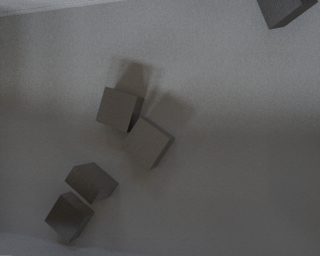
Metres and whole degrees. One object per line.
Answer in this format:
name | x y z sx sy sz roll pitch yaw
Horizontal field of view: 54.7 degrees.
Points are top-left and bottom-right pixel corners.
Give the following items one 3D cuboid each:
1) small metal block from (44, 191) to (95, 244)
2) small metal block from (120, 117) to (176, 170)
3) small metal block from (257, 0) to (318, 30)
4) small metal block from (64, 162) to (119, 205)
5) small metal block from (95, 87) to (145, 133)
small metal block | -0.133 0.130 0.456 0.050 0.025 0.050 37 101 16
small metal block | -0.016 0.020 0.415 0.050 0.025 0.050 36 101 16
small metal block | 0.139 -0.147 0.346 0.025 0.050 0.050 -17 83 -24
small metal block | -0.093 0.075 0.429 0.050 0.050 0.025 37 102 16
small metal block | -0.055 -0.025 0.429 0.050 0.025 0.050 19 96 18
